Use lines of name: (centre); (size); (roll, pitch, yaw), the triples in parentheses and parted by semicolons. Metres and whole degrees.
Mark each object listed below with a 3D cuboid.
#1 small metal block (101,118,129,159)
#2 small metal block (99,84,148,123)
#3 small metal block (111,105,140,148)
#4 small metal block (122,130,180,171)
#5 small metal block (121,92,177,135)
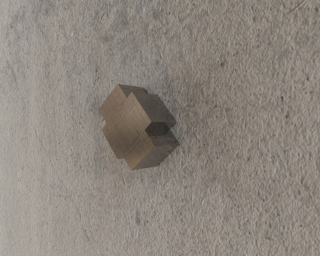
small metal block: (-0.044, 0.013, 0.423); (0.025, 0.050, 0.050); (-47, 62, 30)
small metal block: (-0.047, -0.032, 0.426); (0.050, 0.050, 0.025); (-46, 63, 30)
small metal block: (-0.029, -0.003, 0.411); (0.025, 0.050, 0.050); (-47, 62, 30)
small metal block: (-0.011, 0.027, 0.397); (0.050, 0.050, 0.025); (-46, 63, 30)
small metal block: (-0.014, -0.018, 0.399); (0.025, 0.050, 0.050); (-48, 62, 29)
